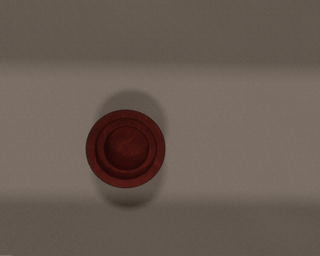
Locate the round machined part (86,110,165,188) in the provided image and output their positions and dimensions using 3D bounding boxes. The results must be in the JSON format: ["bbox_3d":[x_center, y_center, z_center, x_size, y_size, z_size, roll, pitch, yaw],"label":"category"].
[{"bbox_3d":[-0.043,0.026,0.402,0.099,0.042,0.097,0,90,-1],"label":"round machined part"}]
